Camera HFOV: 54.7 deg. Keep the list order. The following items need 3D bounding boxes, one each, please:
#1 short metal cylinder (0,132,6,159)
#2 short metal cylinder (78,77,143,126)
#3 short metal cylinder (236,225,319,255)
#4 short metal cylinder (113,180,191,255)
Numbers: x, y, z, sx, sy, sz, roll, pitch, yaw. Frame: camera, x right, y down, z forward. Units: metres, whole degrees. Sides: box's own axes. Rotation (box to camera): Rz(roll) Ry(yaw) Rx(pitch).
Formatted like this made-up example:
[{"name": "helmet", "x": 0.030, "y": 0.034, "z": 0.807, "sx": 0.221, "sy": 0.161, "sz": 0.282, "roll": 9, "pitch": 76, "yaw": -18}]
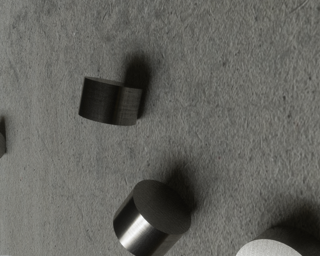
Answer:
[{"name": "short metal cylinder", "x": -0.400, "y": 0.041, "z": 0.700, "sx": 0.050, "sy": 0.081, "sz": 0.080, "roll": -5, "pitch": 87, "yaw": 40}, {"name": "short metal cylinder", "x": -0.067, "y": -0.038, "z": 0.425, "sx": 0.080, "sy": 0.081, "sz": 0.050, "roll": 20, "pitch": 103, "yaw": 38}, {"name": "short metal cylinder", "x": 0.117, "y": 0.139, "z": 0.292, "sx": 0.080, "sy": 0.050, "sz": 0.080, "roll": 0, "pitch": 90, "yaw": 40}, {"name": "short metal cylinder", "x": -0.009, "y": 0.110, "z": 0.377, "sx": 0.080, "sy": 0.081, "sz": 0.050, "roll": 50, "pitch": 119, "yaw": 28}]
